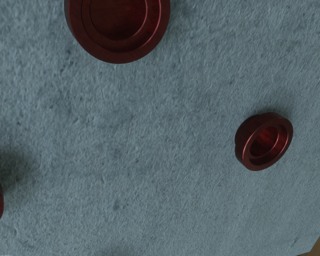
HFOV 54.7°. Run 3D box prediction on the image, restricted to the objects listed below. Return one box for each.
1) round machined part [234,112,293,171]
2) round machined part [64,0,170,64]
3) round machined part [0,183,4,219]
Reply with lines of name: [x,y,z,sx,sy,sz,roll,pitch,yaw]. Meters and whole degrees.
round machined part: [0.160,0.017,0.497,0.099,0.042,0.097,-14,125,-21]
round machined part: [-0.043,-0.116,0.302,0.099,0.042,0.097,-14,125,-21]
round machined part: [-0.219,0.074,0.323,0.099,0.042,0.097,-14,125,-21]
